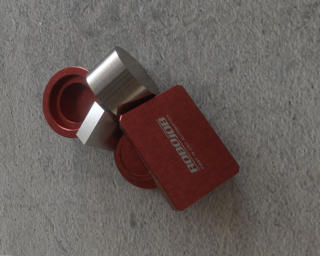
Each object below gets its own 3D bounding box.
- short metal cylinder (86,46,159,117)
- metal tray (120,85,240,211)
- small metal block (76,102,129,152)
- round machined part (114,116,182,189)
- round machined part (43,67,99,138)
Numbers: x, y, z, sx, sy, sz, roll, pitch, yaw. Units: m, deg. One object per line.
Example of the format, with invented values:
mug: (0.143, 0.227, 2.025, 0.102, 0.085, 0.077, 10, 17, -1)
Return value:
short metal cylinder: (-0.046, -0.057, 0.397, 0.050, 0.080, 0.080, -39, 78, 16)
metal tray: (0.022, 0.022, 0.376, 0.091, 0.030, 0.130, -31, 79, -15)
small metal block: (-0.071, 0.000, 0.402, 0.025, 0.050, 0.050, 41, 104, 40)
round machined part: (-0.018, 0.032, 0.406, 0.098, 0.042, 0.097, 0, 90, 19)
round machined part: (-0.113, -0.035, 0.439, 0.098, 0.042, 0.097, 0, 90, 19)
